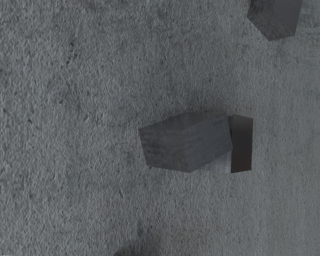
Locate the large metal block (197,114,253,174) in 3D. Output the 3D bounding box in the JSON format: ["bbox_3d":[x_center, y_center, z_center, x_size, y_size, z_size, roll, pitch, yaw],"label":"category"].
[{"bbox_3d":[0.099,0.022,0.459,0.080,0.050,0.080,6,86,-54],"label":"large metal block"}]

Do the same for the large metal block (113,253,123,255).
[{"bbox_3d":[-0.027,0.206,0.366,0.080,0.050,0.080,35,68,-35],"label":"large metal block"}]

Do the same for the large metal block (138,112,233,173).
[{"bbox_3d":[0.033,0.015,0.396,0.081,0.080,0.050,-21,104,-38],"label":"large metal block"}]

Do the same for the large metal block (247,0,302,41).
[{"bbox_3d":[0.210,-0.218,0.564,0.080,0.050,0.080,28,73,-37],"label":"large metal block"}]
